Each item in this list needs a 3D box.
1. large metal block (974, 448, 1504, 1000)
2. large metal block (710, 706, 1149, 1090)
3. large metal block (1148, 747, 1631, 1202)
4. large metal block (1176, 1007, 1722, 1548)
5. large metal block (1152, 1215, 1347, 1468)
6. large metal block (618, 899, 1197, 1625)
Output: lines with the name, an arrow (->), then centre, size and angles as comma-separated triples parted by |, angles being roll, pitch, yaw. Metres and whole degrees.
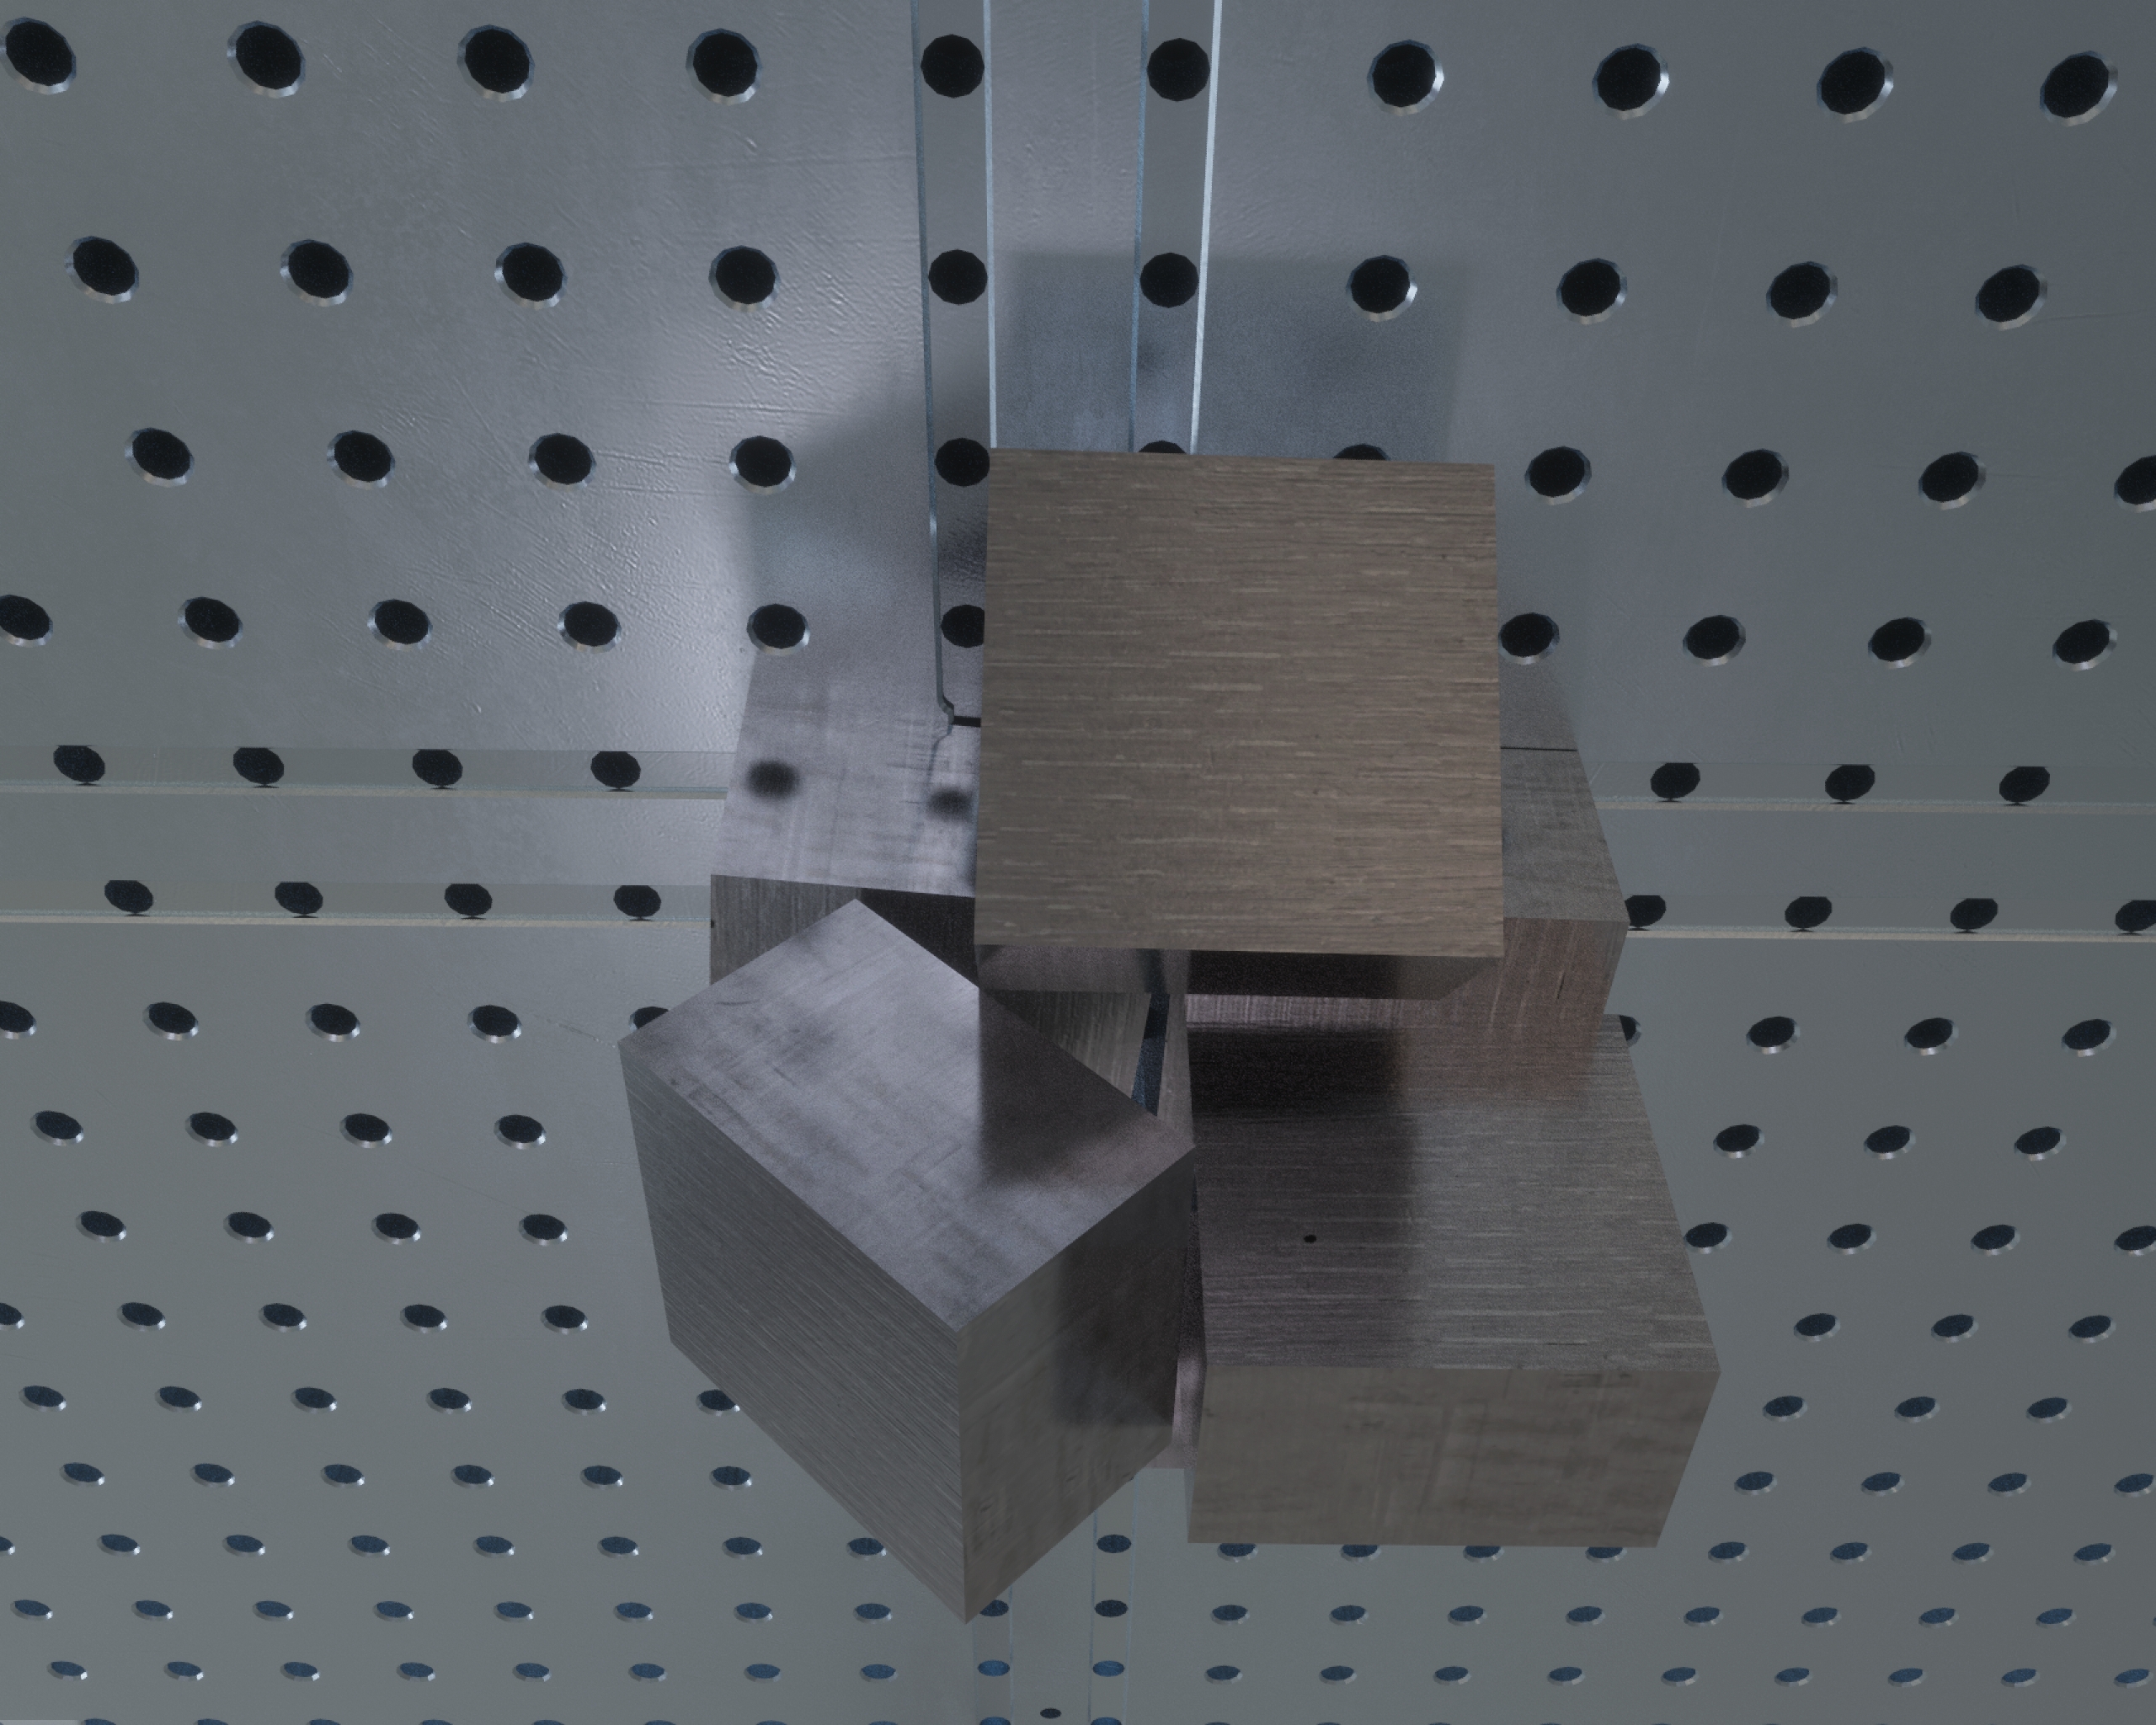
large metal block -> 0.025, -0.021, 0.348 | 0.080, 0.080, 0.050 | 2, 168, -2
large metal block -> -0.029, 0.020, 0.412 | 0.080, 0.050, 0.080 | 5, 130, -5
large metal block -> 0.056, 0.023, 0.415 | 0.080, 0.050, 0.080 | 2, 130, -2
large metal block -> 0.059, 0.072, 0.371 | 0.080, 0.080, 0.050 | 1, 130, -1
large metal block -> 0.016, 0.097, 0.451 | 0.080, 0.050, 0.080 | 2, 175, -1
large metal block -> -0.029, 0.066, 0.355 | 0.080, 0.050, 0.080 | 33, 140, 32
